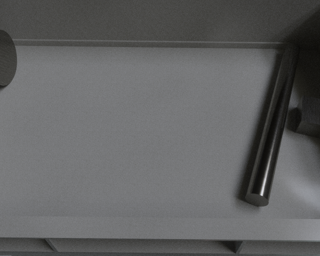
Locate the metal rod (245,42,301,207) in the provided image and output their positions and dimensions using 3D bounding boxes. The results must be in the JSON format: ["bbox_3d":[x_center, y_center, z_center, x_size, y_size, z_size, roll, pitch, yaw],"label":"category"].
[{"bbox_3d":[0.164,-0.027,0.429,0.025,0.025,0.301,18,52,14],"label":"metal rod"}]

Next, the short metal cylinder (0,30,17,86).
[{"bbox_3d":[-0.254,-0.103,0.453,0.050,0.080,0.080,3,50,2],"label":"short metal cylinder"}]

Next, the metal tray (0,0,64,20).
[{"bbox_3d":[-0.277,-0.270,0.628,0.131,0.030,0.090,-29,56,-23],"label":"metal tray"}]

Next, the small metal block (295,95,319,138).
[{"bbox_3d":[0.214,-0.014,0.420,0.050,0.025,0.050,14,51,11],"label":"small metal block"}]
